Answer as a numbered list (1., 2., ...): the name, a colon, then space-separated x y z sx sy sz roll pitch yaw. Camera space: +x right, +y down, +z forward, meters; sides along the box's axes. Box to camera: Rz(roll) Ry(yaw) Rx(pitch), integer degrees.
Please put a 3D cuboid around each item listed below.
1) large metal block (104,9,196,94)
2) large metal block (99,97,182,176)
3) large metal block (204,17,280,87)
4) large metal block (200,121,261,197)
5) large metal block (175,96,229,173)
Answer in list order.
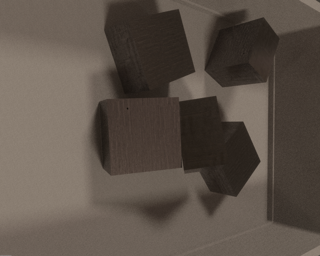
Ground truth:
1. large metal block: -0.010 -0.094 0.383 0.081 0.050 0.080 -28 108 -37
2. large metal block: -0.023 0.007 0.357 0.081 0.050 0.079 -4 93 -20
3. large metal block: 0.127 -0.114 0.480 0.050 0.080 0.080 34 69 -35
4. large metal block: 0.103 0.046 0.479 0.080 0.050 0.080 -44 117 -31
5. large metal block: 0.049 0.013 0.390 0.050 0.080 0.080 -9 78 3
